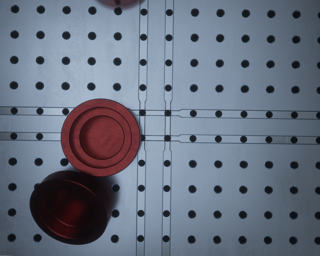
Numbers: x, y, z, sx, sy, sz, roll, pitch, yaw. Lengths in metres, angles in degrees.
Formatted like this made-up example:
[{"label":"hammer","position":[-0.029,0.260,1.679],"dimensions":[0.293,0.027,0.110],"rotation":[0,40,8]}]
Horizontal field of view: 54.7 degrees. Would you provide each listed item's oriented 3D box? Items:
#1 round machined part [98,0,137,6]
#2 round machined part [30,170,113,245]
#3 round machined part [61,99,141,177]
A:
[{"label":"round machined part","position":[-0.058,-0.216,0.404],"dimensions":[0.099,0.042,0.097],"rotation":[0,90,-1]},{"label":"round machined part","position":[-0.107,0.095,0.392],"dimensions":[0.099,0.042,0.097],"rotation":[3,113,8]},{"label":"round machined part","position":[-0.074,0.012,0.403],"dimensions":[0.099,0.042,0.097],"rotation":[0,89,-1]}]
